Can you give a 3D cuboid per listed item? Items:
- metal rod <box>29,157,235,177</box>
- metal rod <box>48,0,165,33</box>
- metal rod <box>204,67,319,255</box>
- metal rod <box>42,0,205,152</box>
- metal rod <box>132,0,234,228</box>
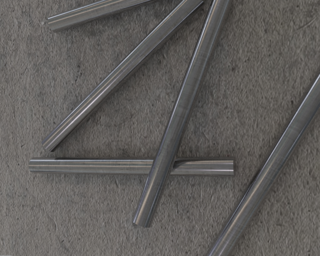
[{"bbox_3d":[-0.051,0.052,0.426,0.301,0.025,0.025,-2,89,19],"label":"metal rod"},{"bbox_3d":[-0.020,-0.178,0.415,0.301,0.025,0.025,-9,87,19],"label":"metal rod"},{"bbox_3d":[0.123,0.061,0.365,0.025,0.025,0.299,31,100,17],"label":"metal rod"},{"bbox_3d":[-0.060,-0.069,0.429,0.299,0.025,0.025,-41,77,15],"label":"metal rod"},{"bbox_3d":[0.028,-0.024,0.380,0.025,0.025,0.299,20,90,19],"label":"metal rod"}]
